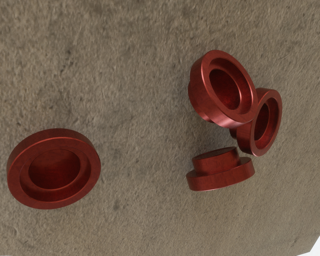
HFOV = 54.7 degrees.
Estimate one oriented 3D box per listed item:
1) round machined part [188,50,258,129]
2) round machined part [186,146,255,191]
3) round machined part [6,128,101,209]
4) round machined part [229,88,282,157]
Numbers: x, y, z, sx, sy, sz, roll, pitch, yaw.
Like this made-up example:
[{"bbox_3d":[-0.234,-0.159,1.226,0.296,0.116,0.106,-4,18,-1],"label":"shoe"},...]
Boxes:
[{"bbox_3d":[0.074,-0.045,0.387,0.099,0.098,0.042,14,151,-34],"label":"round machined part"},{"bbox_3d":[0.085,0.056,0.456,0.099,0.098,0.042,-16,90,-20],"label":"round machined part"},{"bbox_3d":[-0.122,0.042,0.356,0.099,0.042,0.097,-14,125,-21],"label":"round machined part"},{"bbox_3d":[0.137,-0.011,0.451,0.099,0.042,0.097,-20,117,-43],"label":"round machined part"}]
